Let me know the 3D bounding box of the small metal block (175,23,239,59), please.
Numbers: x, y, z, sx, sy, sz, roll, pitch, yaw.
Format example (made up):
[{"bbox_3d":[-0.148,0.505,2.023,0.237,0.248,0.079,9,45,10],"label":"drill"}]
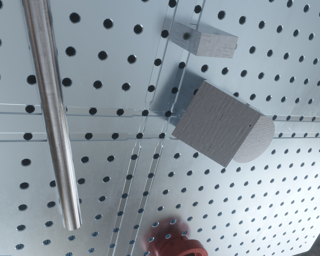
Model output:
[{"bbox_3d":[0.054,-0.102,0.363,0.050,0.050,0.025,-3,120,-27],"label":"small metal block"}]

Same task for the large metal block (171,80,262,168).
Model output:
[{"bbox_3d":[0.074,-0.008,0.405,0.080,0.050,0.080,32,105,7],"label":"large metal block"}]

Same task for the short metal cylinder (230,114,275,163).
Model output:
[{"bbox_3d":[0.125,0.006,0.469,0.081,0.050,0.079,-14,125,-21],"label":"short metal cylinder"}]

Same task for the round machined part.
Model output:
[{"bbox_3d":[0.036,0.241,0.572,0.099,0.042,0.097,-14,125,-21],"label":"round machined part"}]

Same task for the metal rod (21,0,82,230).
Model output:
[{"bbox_3d":[-0.116,0.004,0.351,0.025,0.025,0.298,-12,124,-22],"label":"metal rod"}]
